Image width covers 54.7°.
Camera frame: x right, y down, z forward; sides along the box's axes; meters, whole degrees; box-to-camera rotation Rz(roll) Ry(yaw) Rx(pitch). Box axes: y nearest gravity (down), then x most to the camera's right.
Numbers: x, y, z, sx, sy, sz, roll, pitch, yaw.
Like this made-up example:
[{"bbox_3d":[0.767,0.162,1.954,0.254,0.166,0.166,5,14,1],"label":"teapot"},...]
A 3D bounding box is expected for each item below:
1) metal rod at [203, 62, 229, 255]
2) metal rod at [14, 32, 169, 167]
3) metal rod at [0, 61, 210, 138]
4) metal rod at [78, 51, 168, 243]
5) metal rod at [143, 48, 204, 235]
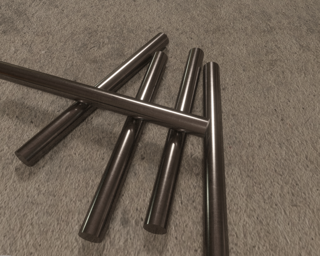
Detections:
[{"bbox_3d":[0.066,0.021,0.386,0.025,0.025,0.300,4,50,3],"label":"metal rod"},{"bbox_3d":[-0.080,-0.058,0.450,0.025,0.025,0.301,28,55,21],"label":"metal rod"},{"bbox_3d":[-0.085,-0.041,0.402,0.301,0.025,0.025,16,52,13],"label":"metal rod"},{"bbox_3d":[-0.035,-0.002,0.403,0.025,0.025,0.300,11,51,8],"label":"metal rod"},{"bbox_3d":[0.027,-0.009,0.410,0.025,0.025,0.300,10,51,8],"label":"metal rod"}]
